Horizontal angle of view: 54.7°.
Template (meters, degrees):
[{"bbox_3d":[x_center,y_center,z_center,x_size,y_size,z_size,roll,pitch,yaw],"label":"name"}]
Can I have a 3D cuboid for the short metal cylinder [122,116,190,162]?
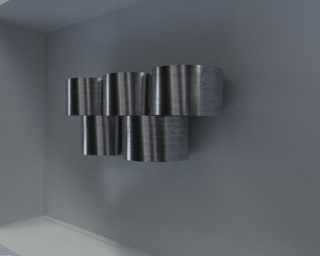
[{"bbox_3d":[-0.005,0.011,0.373,0.080,0.081,0.050,1,91,40],"label":"short metal cylinder"}]

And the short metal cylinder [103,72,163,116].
[{"bbox_3d":[-0.032,-0.040,0.395,0.080,0.081,0.050,1,91,40],"label":"short metal cylinder"}]

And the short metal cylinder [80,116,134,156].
[{"bbox_3d":[-0.068,0.009,0.425,0.080,0.081,0.050,1,91,40],"label":"short metal cylinder"}]

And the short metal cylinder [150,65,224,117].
[{"bbox_3d":[0.030,-0.038,0.344,0.080,0.081,0.050,3,92,40],"label":"short metal cylinder"}]

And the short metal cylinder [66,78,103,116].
[{"bbox_3d":[-0.094,-0.042,0.447,0.080,0.081,0.050,1,91,40],"label":"short metal cylinder"}]
